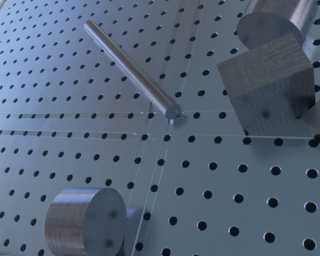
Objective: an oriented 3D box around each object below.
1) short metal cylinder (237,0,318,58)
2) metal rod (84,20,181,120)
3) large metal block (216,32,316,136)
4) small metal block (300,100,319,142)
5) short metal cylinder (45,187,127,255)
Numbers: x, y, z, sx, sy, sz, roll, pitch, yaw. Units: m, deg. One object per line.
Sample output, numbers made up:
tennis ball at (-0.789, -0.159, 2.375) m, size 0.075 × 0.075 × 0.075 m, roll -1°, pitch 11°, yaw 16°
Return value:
short metal cylinder at (0.142, -0.130, 0.378) m, size 0.080 × 0.080 × 0.050 m, roll 18°, pitch 71°, yaw 35°
metal rod at (-0.059, -0.109, 0.506) m, size 0.025 × 0.025 × 0.300 m, roll -41°, pitch 51°, yaw 0°
large metal block at (0.117, -0.043, 0.338) m, size 0.080 × 0.080 × 0.050 m, roll -22°, pitch 54°, yaw 15°
small metal block at (0.183, -0.007, 0.317) m, size 0.050 × 0.025 × 0.050 m, roll -42°, pitch 51°, yaw -1°
short metal cylinder at (-0.081, 0.108, 0.349) m, size 0.050 × 0.080 × 0.080 m, roll -5°, pitch 60°, yaw 26°
